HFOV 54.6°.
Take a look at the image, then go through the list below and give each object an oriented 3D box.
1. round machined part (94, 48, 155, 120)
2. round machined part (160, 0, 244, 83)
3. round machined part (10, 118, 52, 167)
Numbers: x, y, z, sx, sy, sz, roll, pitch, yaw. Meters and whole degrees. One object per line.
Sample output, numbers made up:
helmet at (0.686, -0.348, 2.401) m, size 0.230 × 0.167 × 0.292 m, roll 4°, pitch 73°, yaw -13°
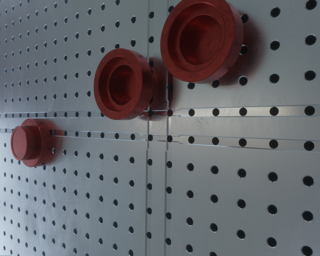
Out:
round machined part at (-0.046, -0.060, 0.438) m, size 0.098 × 0.042 × 0.097 m, roll 0°, pitch 90°, yaw 40°
round machined part at (0.051, -0.100, 0.357) m, size 0.098 × 0.042 × 0.097 m, roll 0°, pitch 90°, yaw 40°
round machined part at (-0.261, 0.029, 0.616) m, size 0.098 × 0.042 × 0.097 m, roll 0°, pitch 90°, yaw 40°
